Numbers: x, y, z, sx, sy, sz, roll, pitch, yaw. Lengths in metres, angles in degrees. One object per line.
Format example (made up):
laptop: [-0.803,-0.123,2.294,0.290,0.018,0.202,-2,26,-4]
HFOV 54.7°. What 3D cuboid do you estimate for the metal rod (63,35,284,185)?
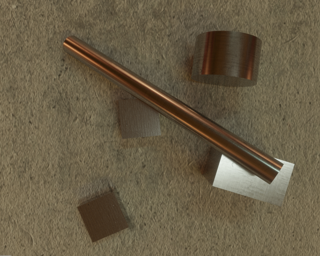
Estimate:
metal rod: [-0.001,-0.032,0.360,0.300,0.025,0.025,34,90,19]

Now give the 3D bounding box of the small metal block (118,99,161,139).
small metal block: [-0.026,-0.013,0.410,0.050,0.025,0.050,-6,90,-1]

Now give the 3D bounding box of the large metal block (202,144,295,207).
large metal block: [0.104,0.052,0.384,0.080,0.080,0.050,17,90,-1]

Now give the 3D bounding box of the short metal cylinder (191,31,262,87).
short metal cylinder: [0.082,-0.083,0.384,0.081,0.080,0.050,7,90,-1]

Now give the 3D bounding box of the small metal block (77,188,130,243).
small metal block: [-0.073,0.114,0.409,0.050,0.025,0.050,-23,90,-1]
